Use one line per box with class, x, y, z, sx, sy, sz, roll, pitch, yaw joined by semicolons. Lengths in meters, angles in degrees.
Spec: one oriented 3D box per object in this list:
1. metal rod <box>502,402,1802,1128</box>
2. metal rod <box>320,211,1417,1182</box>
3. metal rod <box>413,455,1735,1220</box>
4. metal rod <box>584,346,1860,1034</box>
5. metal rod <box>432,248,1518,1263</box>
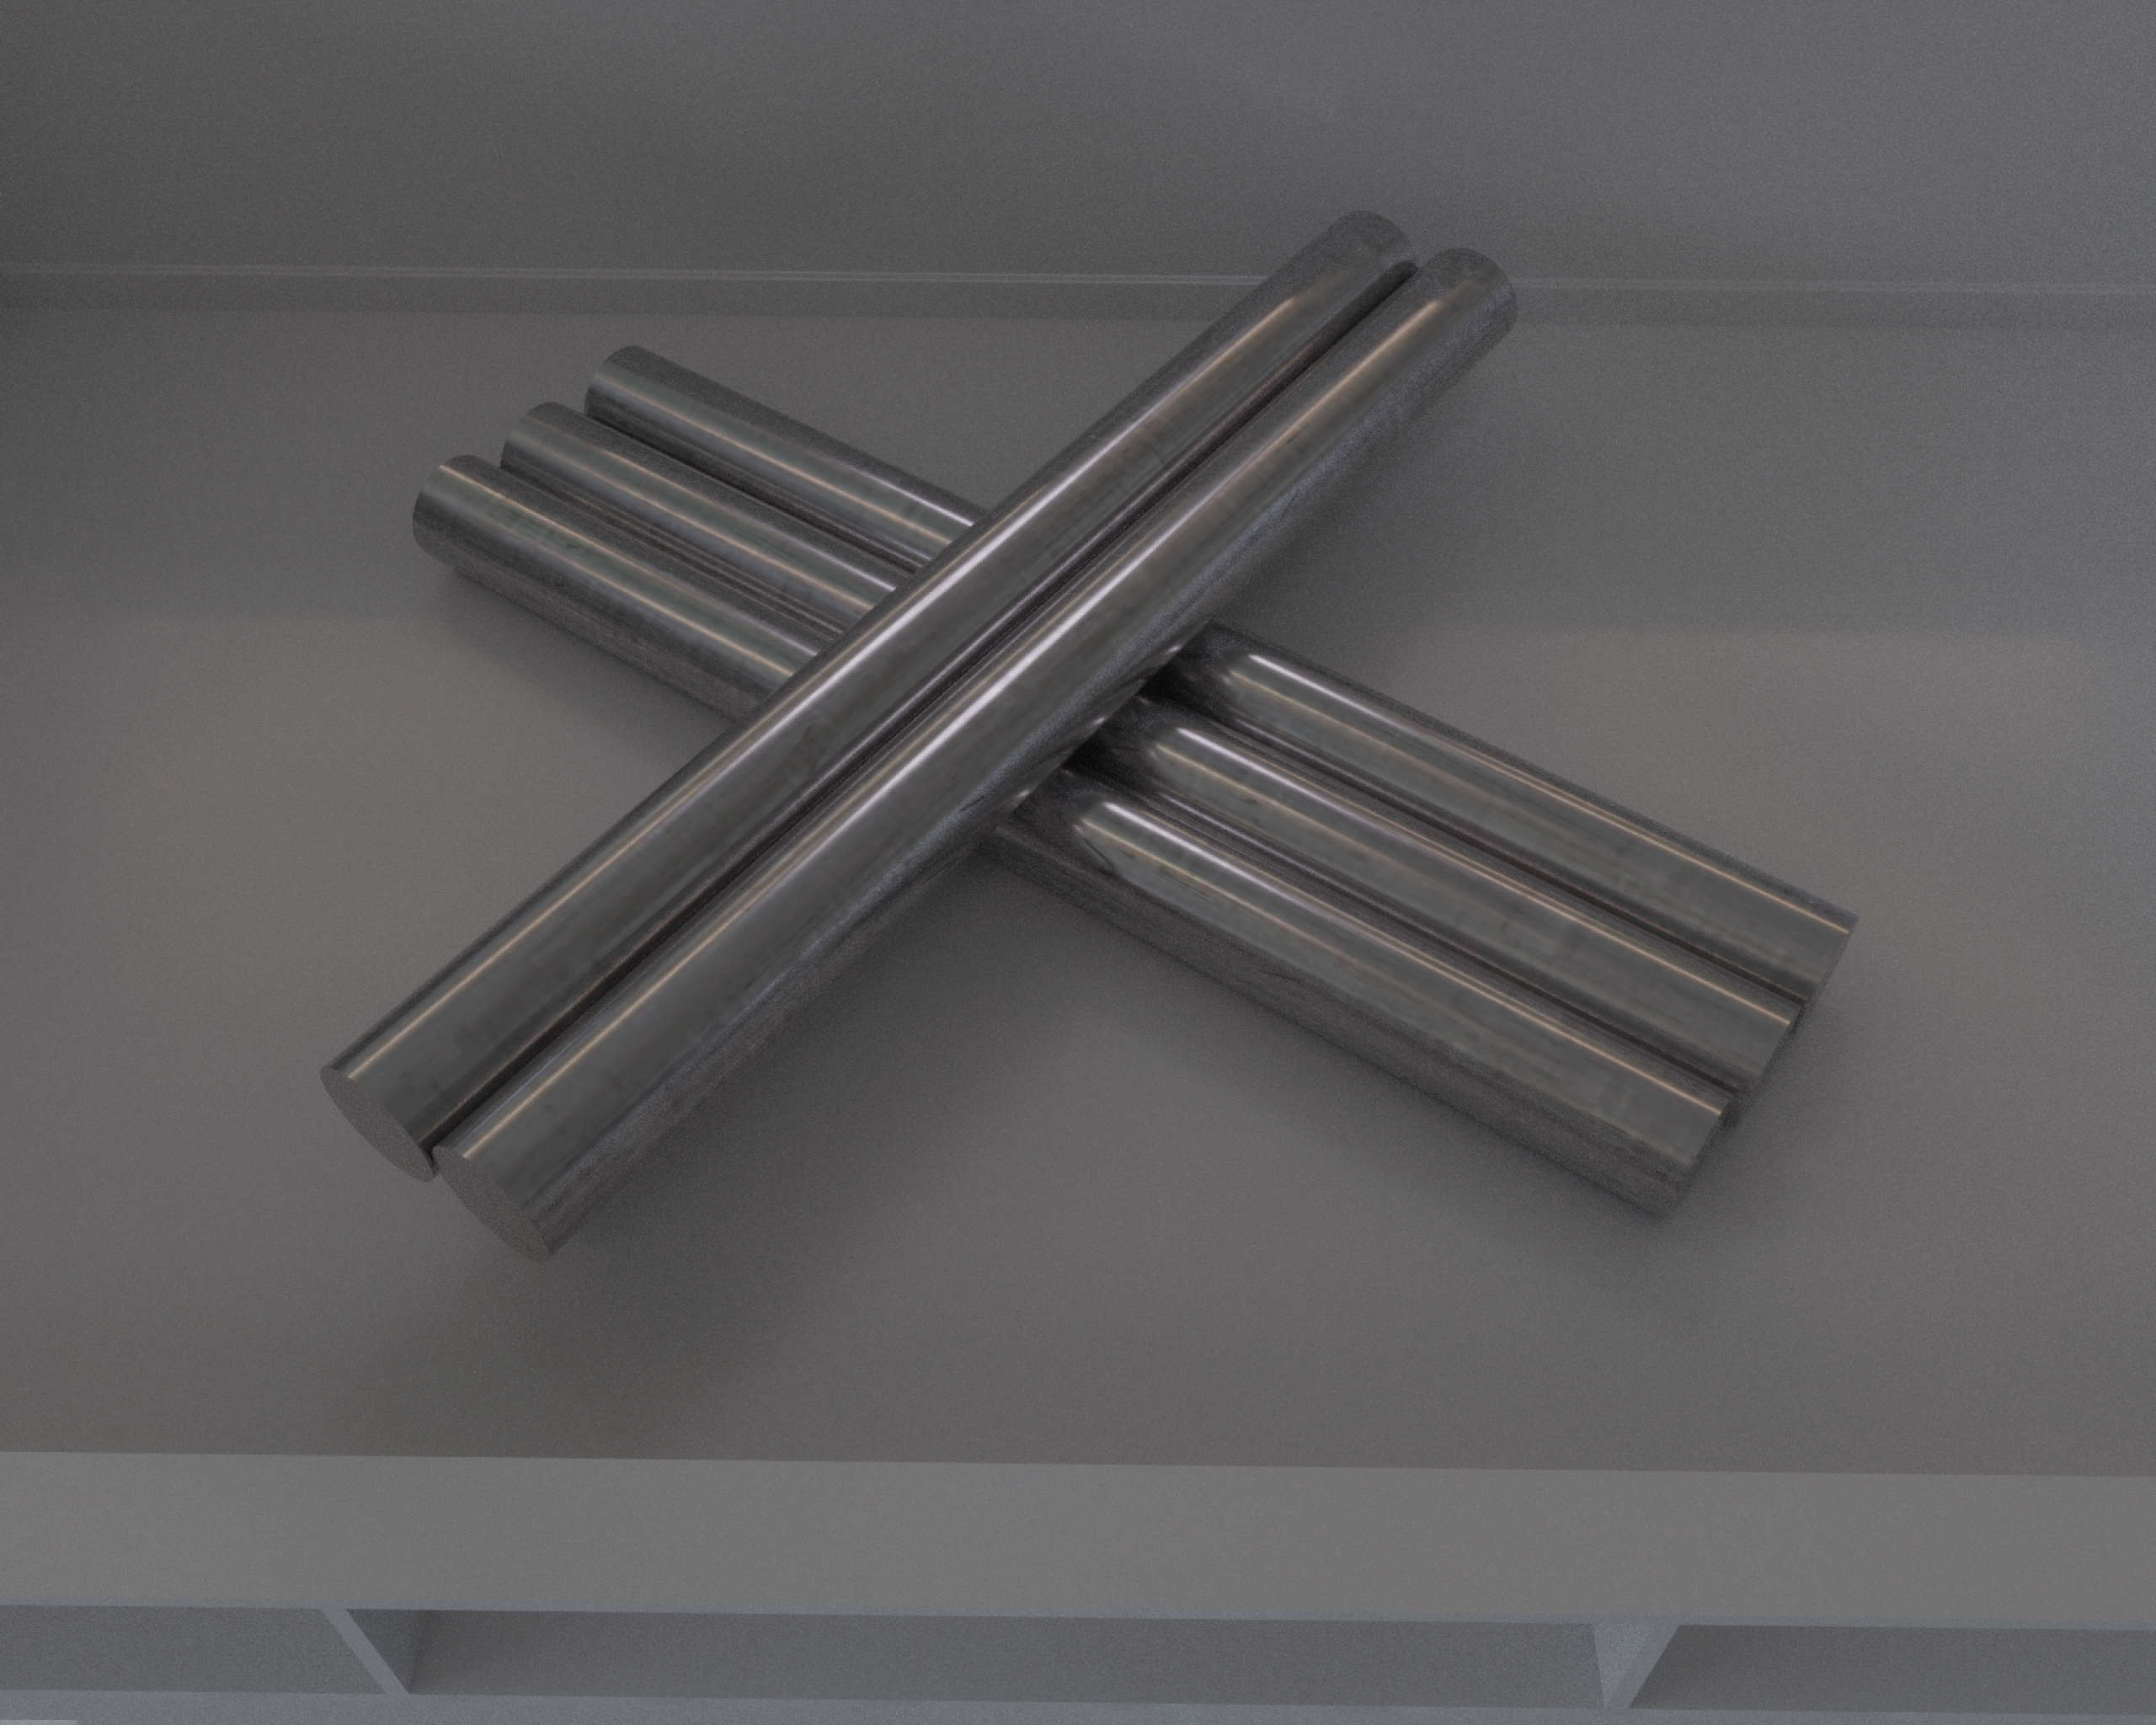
metal rod;0.000;-0.029;0.427;0.300;0.025;0.025;28;55;21
metal rod;-0.022;-0.050;0.412;0.025;0.025;0.301;30;56;23
metal rod;-0.016;-0.014;0.415;0.300;0.025;0.025;28;55;21
metal rod;0.015;-0.045;0.441;0.300;0.025;0.025;28;56;21
metal rod;-0.001;-0.038;0.403;0.025;0.025;0.301;30;56;23
